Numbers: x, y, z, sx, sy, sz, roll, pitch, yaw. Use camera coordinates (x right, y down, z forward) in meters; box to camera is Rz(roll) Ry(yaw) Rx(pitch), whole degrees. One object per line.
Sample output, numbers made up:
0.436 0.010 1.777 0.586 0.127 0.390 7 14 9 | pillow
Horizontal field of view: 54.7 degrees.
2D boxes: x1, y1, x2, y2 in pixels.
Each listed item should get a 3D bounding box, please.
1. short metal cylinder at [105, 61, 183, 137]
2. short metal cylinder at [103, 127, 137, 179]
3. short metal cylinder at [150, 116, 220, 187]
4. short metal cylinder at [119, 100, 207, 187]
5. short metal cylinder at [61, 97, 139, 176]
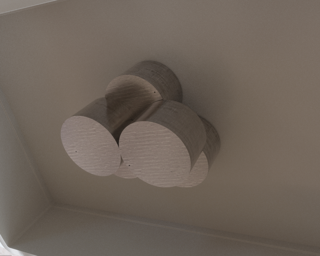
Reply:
-0.019 -0.036 0.379 0.080 0.050 0.079 13 124 21 | short metal cylinder
-0.044 0.023 0.427 0.080 0.050 0.079 13 124 21 | short metal cylinder
0.030 0.028 0.392 0.080 0.050 0.079 13 124 21 | short metal cylinder
0.004 0.016 0.333 0.080 0.050 0.079 13 124 21 | short metal cylinder
-0.069 0.010 0.368 0.080 0.050 0.079 13 124 21 | short metal cylinder
